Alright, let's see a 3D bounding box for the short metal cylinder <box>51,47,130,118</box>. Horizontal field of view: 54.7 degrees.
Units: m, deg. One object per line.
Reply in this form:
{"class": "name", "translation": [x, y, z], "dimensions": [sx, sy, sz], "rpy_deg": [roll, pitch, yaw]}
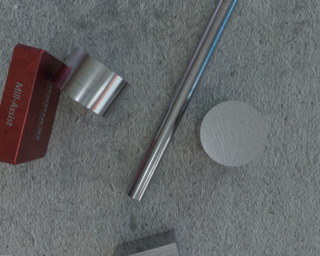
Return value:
{"class": "short metal cylinder", "translation": [-0.084, -0.055, 0.382], "dimensions": [0.080, 0.080, 0.050], "rpy_deg": [34, 90, 0]}

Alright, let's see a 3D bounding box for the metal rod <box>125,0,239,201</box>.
{"class": "metal rod", "translation": [0.031, -0.044, 0.410], "dimensions": [0.025, 0.025, 0.299], "rpy_deg": [26, 90, 0]}

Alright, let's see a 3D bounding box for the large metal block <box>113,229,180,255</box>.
{"class": "large metal block", "translation": [-0.010, 0.187, 0.398], "dimensions": [0.080, 0.050, 0.080], "rpy_deg": [-15, 90, 0]}

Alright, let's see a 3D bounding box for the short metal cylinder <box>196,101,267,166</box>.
{"class": "short metal cylinder", "translation": [0.089, 0.006, 0.398], "dimensions": [0.081, 0.050, 0.080], "rpy_deg": [0, 90, 0]}

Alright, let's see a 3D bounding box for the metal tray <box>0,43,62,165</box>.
{"class": "metal tray", "translation": [-0.155, -0.026, 0.376], "dimensions": [0.030, 0.090, 0.129], "rpy_deg": [14, 90, 0]}
